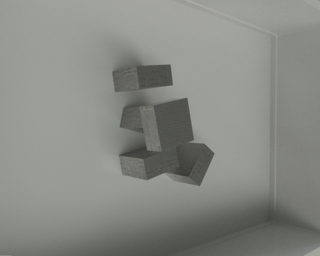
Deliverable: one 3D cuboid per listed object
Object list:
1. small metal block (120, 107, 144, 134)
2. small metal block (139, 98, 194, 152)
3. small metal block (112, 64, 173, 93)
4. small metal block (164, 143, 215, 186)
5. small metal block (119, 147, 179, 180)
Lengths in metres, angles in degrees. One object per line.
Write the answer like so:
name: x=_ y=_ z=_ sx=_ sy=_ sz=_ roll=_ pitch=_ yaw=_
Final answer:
small metal block: x=-0.013 y=-0.007 z=0.379 sx=0.050 sy=0.050 sz=0.025 roll=16 pitch=80 yaw=-39
small metal block: x=0.008 y=-0.005 z=0.348 sx=0.050 sy=0.025 sz=0.050 roll=-17 pitch=101 yaw=-39
small metal block: x=-0.021 y=-0.059 z=0.372 sx=0.050 sy=0.050 sz=0.025 roll=-12 pitch=98 yaw=-39
small metal block: x=0.039 y=0.048 z=0.423 sx=0.025 sy=0.050 sz=0.050 roll=43 pitch=64 yaw=-32
small metal block: x=-0.014 y=0.041 z=0.379 sx=0.050 sy=0.050 sz=0.025 roll=-17 pitch=101 yaw=-39
